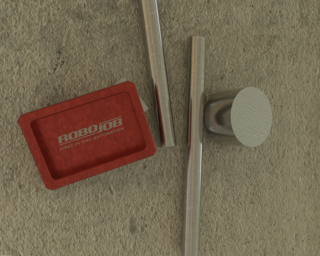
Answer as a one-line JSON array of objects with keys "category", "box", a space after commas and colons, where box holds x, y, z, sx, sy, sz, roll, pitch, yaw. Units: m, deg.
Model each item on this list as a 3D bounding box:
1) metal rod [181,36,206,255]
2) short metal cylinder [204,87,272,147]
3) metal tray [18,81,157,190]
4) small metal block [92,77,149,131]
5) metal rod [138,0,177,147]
[{"category": "metal rod", "box": [0.046, 0.025, 0.427, 0.025, 0.025, 0.298, 2, 89, -20]}, {"category": "short metal cylinder", "box": [0.108, -0.015, 0.429, 0.081, 0.050, 0.079, 0, 90, -33]}, {"category": "metal tray", "box": [-0.080, 0.007, 0.357, 0.131, 0.030, 0.089, -19, 102, -6]}, {"category": "small metal block", "box": [-0.052, -0.028, 0.391, 0.050, 0.025, 0.050, -41, 104, -16]}, {"category": "metal rod", "box": [-0.010, -0.124, 0.405, 0.025, 0.025, 0.298, -9, 93, -20]}]
